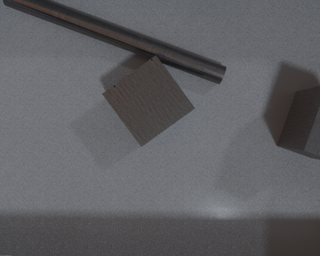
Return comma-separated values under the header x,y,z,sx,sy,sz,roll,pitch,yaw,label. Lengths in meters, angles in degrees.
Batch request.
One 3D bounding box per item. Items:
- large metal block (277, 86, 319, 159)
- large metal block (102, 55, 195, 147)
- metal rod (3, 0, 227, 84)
x,y,z,sx,sy,sz,roll,pitch,yaw,label
0.198,-0.004,0.387,0.050,0.080,0.080,20,90,0,large metal block
-0.014,-0.033,0.399,0.080,0.050,0.080,-36,90,0,large metal block
-0.058,-0.122,0.410,0.302,0.025,0.025,20,90,-1,metal rod
